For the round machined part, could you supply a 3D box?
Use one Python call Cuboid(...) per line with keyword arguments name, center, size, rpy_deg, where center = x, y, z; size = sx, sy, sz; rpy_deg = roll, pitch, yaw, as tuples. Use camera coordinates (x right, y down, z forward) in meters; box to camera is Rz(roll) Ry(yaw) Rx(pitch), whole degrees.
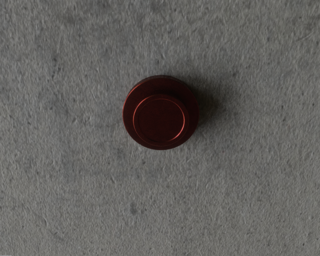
Cuboid(name="round machined part", center=(0.001, -0.015, 0.395), size=(0.099, 0.042, 0.097), rpy_deg=(0, 110, -1))
